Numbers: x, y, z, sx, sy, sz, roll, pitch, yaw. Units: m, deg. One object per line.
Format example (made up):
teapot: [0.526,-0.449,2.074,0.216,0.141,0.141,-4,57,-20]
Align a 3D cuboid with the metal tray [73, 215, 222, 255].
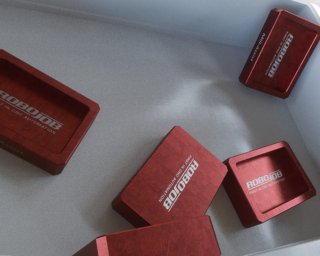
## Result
metal tray: [-0.023,0.110,0.259,0.091,0.129,0.030,-1,63,-29]

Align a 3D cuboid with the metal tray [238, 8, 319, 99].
metal tray: [0.203,-0.122,0.523,0.091,0.129,0.030,14,22,-19]

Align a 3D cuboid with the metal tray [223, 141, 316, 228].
metal tray: [0.152,0.075,0.438,0.131,0.030,0.090,-12,68,-33]

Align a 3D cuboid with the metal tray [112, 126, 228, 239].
metal tray: [0.017,0.069,0.370,0.090,0.030,0.131,41,51,-1]

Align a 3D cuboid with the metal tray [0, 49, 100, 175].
metal tray: [-0.144,-0.019,0.336,0.130,0.030,0.090,30,52,-9]
